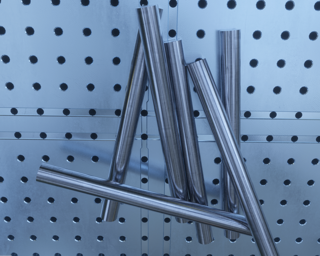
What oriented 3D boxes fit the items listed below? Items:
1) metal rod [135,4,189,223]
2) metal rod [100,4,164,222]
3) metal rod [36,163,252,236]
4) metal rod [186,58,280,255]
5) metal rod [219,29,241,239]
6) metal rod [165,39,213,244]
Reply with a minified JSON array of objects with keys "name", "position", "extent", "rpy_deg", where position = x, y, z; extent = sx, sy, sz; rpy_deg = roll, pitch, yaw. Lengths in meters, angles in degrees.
[{"name":"metal rod","position":[0.010,0.001,0.398],"extent":[0.025,0.025,0.298],"rpy_deg":[-9,116,3]},{"name":"metal rod","position":[-0.042,-0.005,0.411],"extent":[0.025,0.025,0.298],"rpy_deg":[12,110,-5]},{"name":"metal rod","position":[-0.010,0.099,0.417],"extent":[0.302,0.025,0.025],"rpy_deg":[17,109,-8]},{"name":"metal rod","position":[0.100,0.056,0.400],"extent":[0.025,0.025,0.299],"rpy_deg":[-21,98,7]},{"name":"metal rod","position":[0.097,0.022,0.422],"extent":[0.025,0.025,0.298],"rpy_deg":[-5,110,2]},{"name":"metal rod","position":[0.042,0.032,0.425],"extent":[0.025,0.025,0.298],"rpy_deg":[-10,110,4]}]
